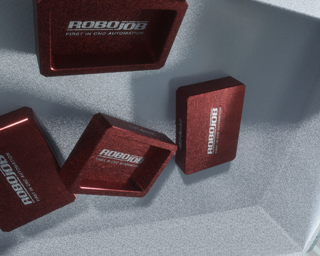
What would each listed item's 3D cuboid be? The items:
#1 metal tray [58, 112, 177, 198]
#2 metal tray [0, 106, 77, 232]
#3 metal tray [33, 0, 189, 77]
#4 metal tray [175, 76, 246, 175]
[{"bbox_3d":[-0.046,0.040,0.383,0.131,0.030,0.090,20,107,-51],"label":"metal tray"},{"bbox_3d":[-0.161,0.050,0.348,0.091,0.030,0.129,-24,127,-14],"label":"metal tray"},{"bbox_3d":[-0.048,-0.093,0.295,0.131,0.030,0.089,-9,151,-24],"label":"metal tray"},{"bbox_3d":[0.069,-0.002,0.442,0.091,0.030,0.129,-15,125,-20],"label":"metal tray"}]
